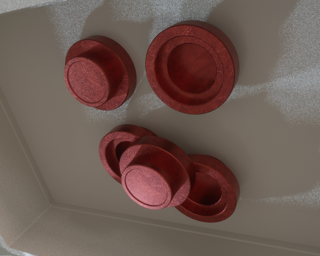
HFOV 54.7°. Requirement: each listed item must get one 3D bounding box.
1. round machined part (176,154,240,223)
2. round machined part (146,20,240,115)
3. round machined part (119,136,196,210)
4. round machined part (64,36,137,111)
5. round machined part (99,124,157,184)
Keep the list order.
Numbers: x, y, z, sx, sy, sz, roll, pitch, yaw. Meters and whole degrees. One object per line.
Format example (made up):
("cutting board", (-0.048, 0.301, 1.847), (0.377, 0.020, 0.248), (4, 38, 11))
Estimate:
("round machined part", (0.058, 0.075, 0.414), (0.098, 0.042, 0.097), (13, 124, 21))
("round machined part", (0.037, -0.067, 0.337), (0.098, 0.042, 0.097), (13, 124, 21))
("round machined part", (-0.009, 0.062, 0.386), (0.098, 0.042, 0.097), (13, 124, 21))
("round machined part", (-0.084, -0.066, 0.401), (0.098, 0.042, 0.097), (13, 124, 21))
("round machined part", (-0.033, 0.037, 0.438), (0.098, 0.042, 0.097), (13, 124, 21))
